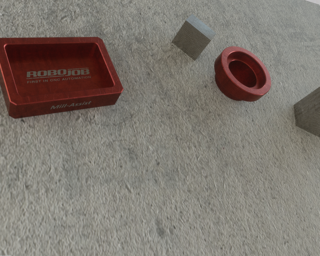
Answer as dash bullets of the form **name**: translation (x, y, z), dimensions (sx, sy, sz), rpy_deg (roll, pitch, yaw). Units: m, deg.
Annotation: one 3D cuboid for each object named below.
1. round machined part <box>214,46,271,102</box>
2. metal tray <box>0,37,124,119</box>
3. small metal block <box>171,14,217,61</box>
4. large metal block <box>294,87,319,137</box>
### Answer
- **round machined part**: translation (0.131, -0.084, 0.515), dimensions (0.099, 0.042, 0.098), rpy_deg (14, 56, -21)
- **metal tray**: translation (-0.121, -0.066, 0.375), dimensions (0.131, 0.030, 0.090), rpy_deg (-12, 68, -33)
- **small metal block**: translation (0.055, -0.148, 0.507), dimensions (0.050, 0.050, 0.025), rpy_deg (38, 51, -3)
- **large metal block**: translation (0.299, -0.027, 0.546), dimensions (0.080, 0.080, 0.050), rpy_deg (23, 53, -15)
